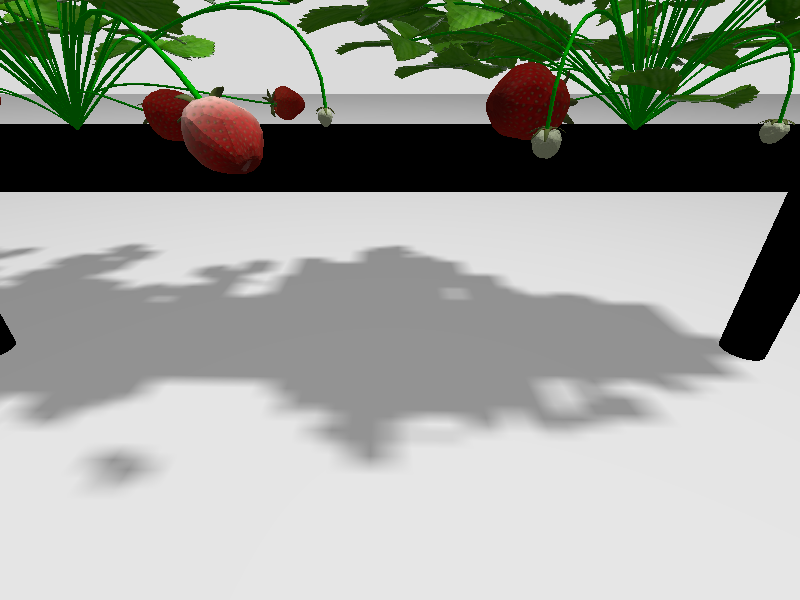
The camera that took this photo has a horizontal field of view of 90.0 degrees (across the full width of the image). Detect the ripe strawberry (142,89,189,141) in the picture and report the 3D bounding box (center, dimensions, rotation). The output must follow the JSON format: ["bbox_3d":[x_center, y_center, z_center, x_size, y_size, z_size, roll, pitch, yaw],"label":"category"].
[{"bbox_3d":[-0.135,-0.112,0.244,0.034,0.029,0.034,18,33,28],"label":"ripe strawberry"}]

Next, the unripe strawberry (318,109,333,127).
[{"bbox_3d":[-0.050,-0.122,0.267,0.010,0.011,0.011,7,29,13],"label":"unripe strawberry"}]

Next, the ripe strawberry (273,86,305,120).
[{"bbox_3d":[-0.112,-0.200,0.407,0.032,0.031,0.030,-18,33,-30],"label":"ripe strawberry"}]

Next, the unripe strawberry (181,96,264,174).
[{"bbox_3d":[-0.068,-0.063,0.158,0.031,0.031,0.027,-27,-17,-40],"label":"unripe strawberry"}]

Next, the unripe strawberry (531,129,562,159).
[{"bbox_3d":[0.071,-0.076,0.195,0.015,0.013,0.013,22,35,34],"label":"unripe strawberry"}]

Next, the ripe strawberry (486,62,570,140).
[{"bbox_3d":[0.075,-0.120,0.244,0.049,0.042,0.049,-19,34,-29],"label":"ripe strawberry"}]

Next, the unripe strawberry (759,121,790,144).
[{"bbox_3d":[0.175,-0.079,0.188,0.011,0.010,0.010,3,29,5],"label":"unripe strawberry"}]
